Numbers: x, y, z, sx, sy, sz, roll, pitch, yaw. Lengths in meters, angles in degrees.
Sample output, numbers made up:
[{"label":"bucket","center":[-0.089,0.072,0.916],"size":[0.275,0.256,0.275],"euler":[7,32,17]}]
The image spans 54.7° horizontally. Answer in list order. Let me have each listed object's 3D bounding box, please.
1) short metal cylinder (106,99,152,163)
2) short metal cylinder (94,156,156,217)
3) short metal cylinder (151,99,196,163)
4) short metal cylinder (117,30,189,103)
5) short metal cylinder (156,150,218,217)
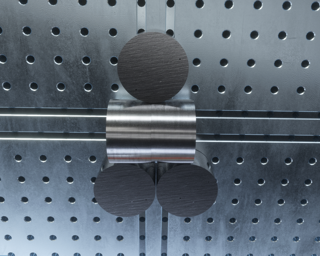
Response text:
[{"label":"short metal cylinder","center":[-0.035,0.004,0.385],"size":[0.050,0.080,0.079],"euler":[0,110,-1]},{"label":"short metal cylinder","center":[-0.046,0.074,0.426],"size":[0.081,0.050,0.079],"euler":[0,110,-1]},{"label":"short metal cylinder","center":[0.015,0.004,0.386],"size":[0.050,0.080,0.079],"euler":[0,110,-1]},{"label":"short metal cylinder","center":[-0.008,-0.076,0.372],"size":[0.081,0.050,0.079],"euler":[0,110,-1]},{"label":"short metal cylinder","center":[0.035,0.074,0.426],"size":[0.081,0.050,0.079],"euler":[0,110,-1]}]
